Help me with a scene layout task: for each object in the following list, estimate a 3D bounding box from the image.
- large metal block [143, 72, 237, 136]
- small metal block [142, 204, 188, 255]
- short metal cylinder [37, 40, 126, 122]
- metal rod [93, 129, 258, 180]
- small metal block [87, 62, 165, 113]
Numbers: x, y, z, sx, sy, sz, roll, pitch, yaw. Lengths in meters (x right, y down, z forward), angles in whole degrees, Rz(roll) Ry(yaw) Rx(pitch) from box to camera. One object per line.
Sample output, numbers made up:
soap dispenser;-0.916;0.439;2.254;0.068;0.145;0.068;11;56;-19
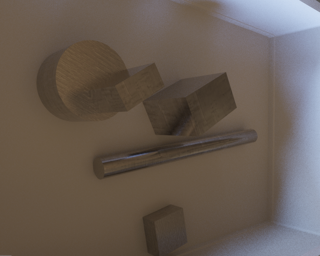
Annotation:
large metal block;0.039;-0.031;0.405;0.081;0.080;0.050;-34;111;-35
small metal block;0.007;0.137;0.415;0.050;0.025;0.050;-13;99;-39
short metal cylinder;-0.080;-0.047;0.325;0.081;0.050;0.079;0;90;-40
metal rod;0.046;0.030;0.447;0.302;0.025;0.025;-8;95;-40
small metal block;-0.033;-0.038;0.299;0.050;0.050;0.025;-38;114;-34
